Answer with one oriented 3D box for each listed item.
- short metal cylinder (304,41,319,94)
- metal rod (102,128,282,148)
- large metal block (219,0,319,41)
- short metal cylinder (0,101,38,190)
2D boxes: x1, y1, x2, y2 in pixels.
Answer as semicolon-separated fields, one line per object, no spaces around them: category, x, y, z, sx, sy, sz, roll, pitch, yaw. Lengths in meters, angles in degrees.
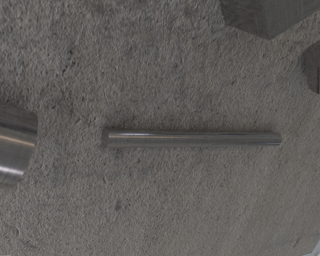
short metal cylinder;0.259;-0.092;0.456;0.080;0.080;0.050;-33;129;-7
metal rod;0.065;0.015;0.451;0.303;0.025;0.025;1;118;-29
large metal block;0.123;-0.149;0.346;0.080;0.080;0.050;-32;129;-8
short metal cylinder;-0.158;0.014;0.294;0.050;0.080;0.080;22;106;-37
